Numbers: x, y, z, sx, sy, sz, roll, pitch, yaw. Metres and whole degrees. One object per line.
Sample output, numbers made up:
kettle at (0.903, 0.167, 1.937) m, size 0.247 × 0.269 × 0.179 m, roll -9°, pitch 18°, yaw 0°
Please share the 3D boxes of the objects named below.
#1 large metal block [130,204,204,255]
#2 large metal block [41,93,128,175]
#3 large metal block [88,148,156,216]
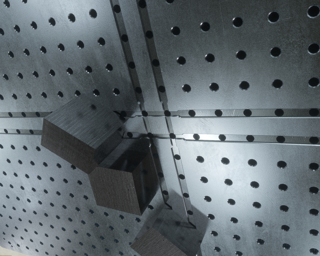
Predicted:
large metal block at (0.011, 0.184, 0.504) m, size 0.080 × 0.050 × 0.080 m, roll 39°, pitch 129°, yaw 2°
large metal block at (-0.105, 0.006, 0.435) m, size 0.080 × 0.080 × 0.050 m, roll 30°, pitch 128°, yaw 9°
large metal block at (-0.059, 0.080, 0.476) m, size 0.080 × 0.050 × 0.080 m, roll 6°, pitch 121°, yaw 25°
